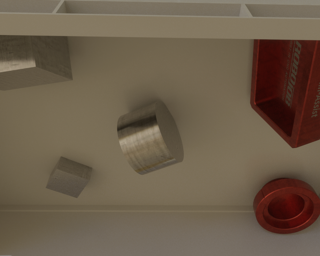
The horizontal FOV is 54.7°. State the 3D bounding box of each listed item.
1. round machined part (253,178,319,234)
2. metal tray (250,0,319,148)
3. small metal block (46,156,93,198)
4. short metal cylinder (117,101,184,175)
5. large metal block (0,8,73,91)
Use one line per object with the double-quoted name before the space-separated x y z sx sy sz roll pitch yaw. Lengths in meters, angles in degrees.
"round machined part" 0.198 0.119 0.494 0.099 0.042 0.097 1 119 2
"metal tray" 0.132 -0.055 0.318 0.030 0.090 0.129 -18 131 -9
"small metal block" -0.138 0.076 0.472 0.050 0.025 0.050 24 126 -20
"short metal cylinder" -0.010 0.012 0.383 0.050 0.080 0.080 -21 127 17
"large metal block" -0.142 -0.071 0.302 0.080 0.080 0.050 -8 90 6
